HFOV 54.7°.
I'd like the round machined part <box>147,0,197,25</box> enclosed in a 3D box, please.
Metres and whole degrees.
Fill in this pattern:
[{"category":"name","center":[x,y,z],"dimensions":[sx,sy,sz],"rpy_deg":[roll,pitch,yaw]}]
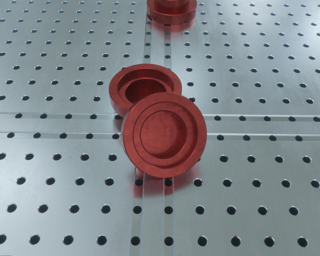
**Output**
[{"category":"round machined part","center":[0.023,-0.247,0.604],"dimensions":[0.099,0.042,0.098],"rpy_deg":[1,50,0]}]

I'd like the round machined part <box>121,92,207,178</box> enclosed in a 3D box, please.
[{"category":"round machined part","center":[0.002,0.007,0.369],"dimensions":[0.099,0.042,0.097],"rpy_deg":[-1,93,-15]}]

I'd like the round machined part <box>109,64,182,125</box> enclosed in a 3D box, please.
[{"category":"round machined part","center":[-0.019,-0.043,0.432],"dimensions":[0.099,0.042,0.098],"rpy_deg":[0,50,0]}]
